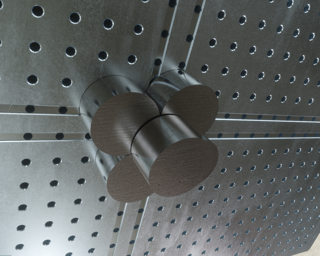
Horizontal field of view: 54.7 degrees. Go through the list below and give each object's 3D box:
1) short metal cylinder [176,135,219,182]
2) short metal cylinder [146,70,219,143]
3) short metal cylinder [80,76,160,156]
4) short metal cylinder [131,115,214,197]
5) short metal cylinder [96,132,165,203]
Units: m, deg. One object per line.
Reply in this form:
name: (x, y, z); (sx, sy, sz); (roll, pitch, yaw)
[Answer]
short metal cylinder: (0.035, 0.038, 0.439); (0.081, 0.050, 0.079); (-14, 125, -21)
short metal cylinder: (0.026, -0.027, 0.393); (0.081, 0.050, 0.079); (-14, 125, -21)
short metal cylinder: (-0.047, -0.015, 0.360); (0.081, 0.050, 0.079); (-14, 125, -21)
short metal cylinder: (0.014, 0.032, 0.357); (0.081, 0.050, 0.079); (-15, 126, -21)
short metal cylinder: (-0.038, 0.050, 0.406); (0.081, 0.050, 0.079); (-14, 125, -21)
